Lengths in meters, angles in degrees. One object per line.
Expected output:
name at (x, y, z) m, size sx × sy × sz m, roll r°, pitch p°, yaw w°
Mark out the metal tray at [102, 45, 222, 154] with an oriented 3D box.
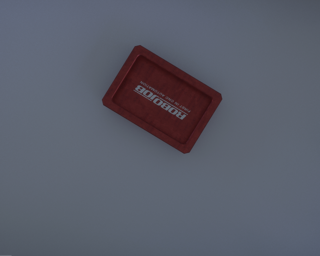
metal tray at (0.003, -0.036, 0.408) m, size 0.130 × 0.030 × 0.090 m, roll 31°, pitch 90°, yaw 0°
